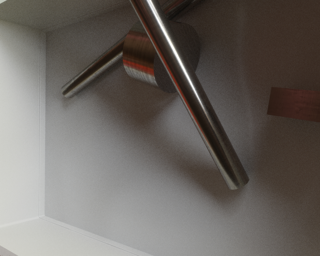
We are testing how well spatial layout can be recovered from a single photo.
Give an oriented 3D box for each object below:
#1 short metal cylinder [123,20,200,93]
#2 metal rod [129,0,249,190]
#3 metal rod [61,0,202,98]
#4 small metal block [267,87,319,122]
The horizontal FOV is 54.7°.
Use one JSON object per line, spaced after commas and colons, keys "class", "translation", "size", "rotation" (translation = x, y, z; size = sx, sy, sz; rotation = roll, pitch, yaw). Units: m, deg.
{"class": "short metal cylinder", "translation": [0.003, -0.087, 0.367], "size": [0.050, 0.081, 0.079], "rotation": [26, 106, 37]}
{"class": "metal rod", "translation": [0.014, -0.069, 0.311], "size": [0.025, 0.025, 0.299], "rotation": [-21, 103, 38]}
{"class": "metal rod", "translation": [-0.051, -0.116, 0.446], "size": [0.299, 0.025, 0.025], "rotation": [-26, 74, 36]}
{"class": "small metal block", "translation": [0.133, -0.020, 0.280], "size": [0.050, 0.050, 0.025], "rotation": [13, 98, 39]}
